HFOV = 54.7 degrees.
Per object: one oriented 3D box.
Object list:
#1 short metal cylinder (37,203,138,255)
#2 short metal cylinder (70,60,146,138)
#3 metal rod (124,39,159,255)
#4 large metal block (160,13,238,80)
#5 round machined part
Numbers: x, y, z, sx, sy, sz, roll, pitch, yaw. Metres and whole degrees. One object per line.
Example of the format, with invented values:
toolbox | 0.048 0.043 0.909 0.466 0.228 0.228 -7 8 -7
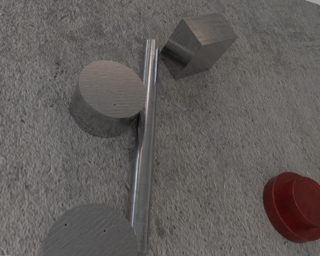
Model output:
short metal cylinder | -0.067 0.115 0.282 0.081 0.050 0.080 14 56 -21
short metal cylinder | -0.063 -0.034 0.375 0.081 0.050 0.080 14 56 -21
metal rod | -0.019 0.000 0.393 0.025 0.025 0.300 16 55 -20
large metal block | 0.057 -0.125 0.476 0.081 0.080 0.050 -23 74 -36
round machined part | 0.198 0.107 0.434 0.099 0.042 0.098 14 56 -21
